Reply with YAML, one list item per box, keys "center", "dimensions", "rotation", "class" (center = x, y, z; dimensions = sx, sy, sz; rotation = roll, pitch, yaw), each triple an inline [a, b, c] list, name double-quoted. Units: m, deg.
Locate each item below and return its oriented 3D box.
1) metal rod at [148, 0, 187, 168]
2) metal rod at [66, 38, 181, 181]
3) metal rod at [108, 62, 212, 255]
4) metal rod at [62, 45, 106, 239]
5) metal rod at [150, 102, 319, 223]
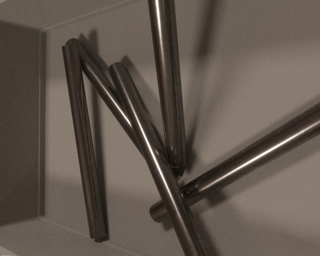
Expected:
- center: [0.006, -0.084, 0.313]
  dimensions: [0.025, 0.025, 0.298]
  rotation: [20, 131, 38]
  class: "metal rod"
- center: [-0.066, -0.037, 0.458]
  dimensions: [0.300, 0.025, 0.025]
  rotation: [52, 120, 27]
  class: "metal rod"
- center: [-0.009, 0.030, 0.385]
  dimensions: [0.025, 0.025, 0.299]
  rotation: [-44, 56, 31]
  class: "metal rod"
- center: [-0.118, 0.021, 0.483]
  dimensions: [0.025, 0.025, 0.298]
  rotation: [-8, 90, 39]
  class: "metal rod"
- center: [0.094, 0.034, 0.327]
  dimensions: [0.299, 0.025, 0.025]
  rotation: [-39, 67, 32]
  class: "metal rod"
